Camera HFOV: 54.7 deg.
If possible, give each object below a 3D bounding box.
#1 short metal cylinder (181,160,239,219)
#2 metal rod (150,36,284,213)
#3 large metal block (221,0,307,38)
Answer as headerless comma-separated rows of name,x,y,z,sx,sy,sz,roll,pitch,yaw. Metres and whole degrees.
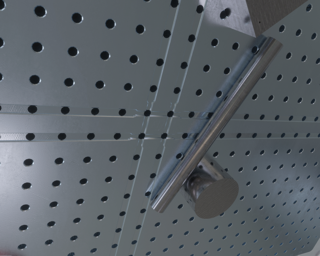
short metal cylinder,0.078,0.098,0.498,0.081,0.050,0.079,-14,124,-21
metal rod,0.077,0.003,0.454,0.025,0.025,0.299,25,105,-37
large metal block,0.116,-0.166,0.356,0.080,0.050,0.080,-36,129,-4
